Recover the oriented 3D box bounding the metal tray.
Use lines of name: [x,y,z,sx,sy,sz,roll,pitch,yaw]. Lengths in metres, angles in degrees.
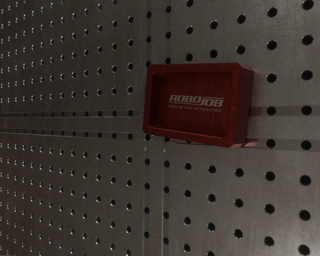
metal tray: [0.040,-0.030,0.371,0.130,0.030,0.089,8,95,39]
